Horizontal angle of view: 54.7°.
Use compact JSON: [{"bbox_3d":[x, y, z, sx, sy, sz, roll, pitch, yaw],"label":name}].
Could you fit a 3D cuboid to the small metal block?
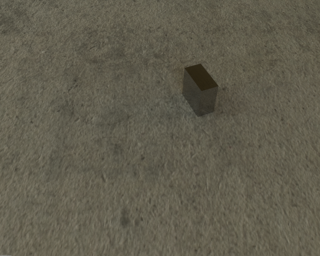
[{"bbox_3d":[0.055,-0.053,0.432,0.025,0.050,0.050,-18,53,-15],"label":"small metal block"}]
